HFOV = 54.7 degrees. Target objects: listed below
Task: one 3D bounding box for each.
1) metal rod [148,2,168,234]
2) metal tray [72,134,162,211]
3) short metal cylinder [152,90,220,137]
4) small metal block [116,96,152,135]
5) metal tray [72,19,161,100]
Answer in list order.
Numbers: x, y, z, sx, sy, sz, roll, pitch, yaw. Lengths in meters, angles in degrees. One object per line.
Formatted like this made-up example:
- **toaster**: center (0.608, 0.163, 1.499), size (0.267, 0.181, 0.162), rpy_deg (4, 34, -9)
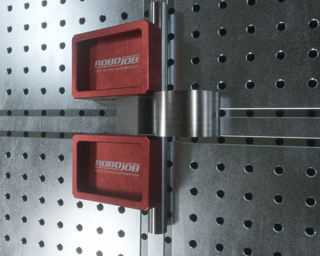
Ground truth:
- **metal rod**: center (-0.003, -0.013, 0.409), size (0.025, 0.025, 0.298), rpy_deg (0, 90, 20)
- **metal tray**: center (-0.060, 0.054, 0.412), size (0.130, 0.030, 0.089), rpy_deg (1, 90, 32)
- **short metal cylinder**: center (0.031, -0.016, 0.369), size (0.080, 0.080, 0.050), rpy_deg (0, 90, 20)
- **small metal block**: center (-0.034, -0.016, 0.409), size (0.050, 0.025, 0.050), rpy_deg (1, 91, 51)
- **metal tray**: center (-0.061, -0.085, 0.413), size (0.130, 0.030, 0.089), rpy_deg (0, 90, 32)
